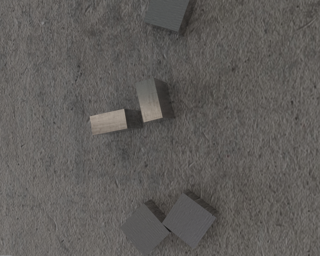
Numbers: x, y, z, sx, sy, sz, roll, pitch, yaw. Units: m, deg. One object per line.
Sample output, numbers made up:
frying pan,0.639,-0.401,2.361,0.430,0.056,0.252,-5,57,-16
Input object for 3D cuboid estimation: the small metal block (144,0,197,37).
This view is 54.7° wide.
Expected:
small metal block,0.013,-0.153,0.404,0.050,0.025,0.050,22,97,18

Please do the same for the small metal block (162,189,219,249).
small metal block,0.039,0.115,0.395,0.050,0.025,0.050,35,101,16

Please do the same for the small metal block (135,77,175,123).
small metal block,-0.005,-0.034,0.397,0.025,0.050,0.050,-14,85,19

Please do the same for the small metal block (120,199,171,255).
small metal block,-0.016,0.133,0.415,0.050,0.025,0.050,46,104,14

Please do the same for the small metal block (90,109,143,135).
small metal block,-0.057,-0.007,0.416,0.050,0.050,0.025,-11,87,19
